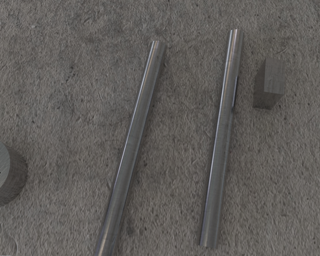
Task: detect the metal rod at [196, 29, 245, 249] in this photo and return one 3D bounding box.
[{"bbox_3d":[0.083,0.000,0.408,0.025,0.025,0.299,11,70,4],"label":"metal rod"}]

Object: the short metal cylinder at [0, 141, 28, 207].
[{"bbox_3d":[-0.210,0.054,0.374,0.081,0.050,0.080,0,70,0],"label":"short metal cylinder"}]

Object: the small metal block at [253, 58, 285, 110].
[{"bbox_3d":[0.146,-0.058,0.417,0.025,0.050,0.050,9,70,3],"label":"small metal block"}]

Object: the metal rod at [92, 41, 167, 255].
[{"bbox_3d":[-0.034,0.018,0.401,0.025,0.025,0.299,12,70,4],"label":"metal rod"}]
